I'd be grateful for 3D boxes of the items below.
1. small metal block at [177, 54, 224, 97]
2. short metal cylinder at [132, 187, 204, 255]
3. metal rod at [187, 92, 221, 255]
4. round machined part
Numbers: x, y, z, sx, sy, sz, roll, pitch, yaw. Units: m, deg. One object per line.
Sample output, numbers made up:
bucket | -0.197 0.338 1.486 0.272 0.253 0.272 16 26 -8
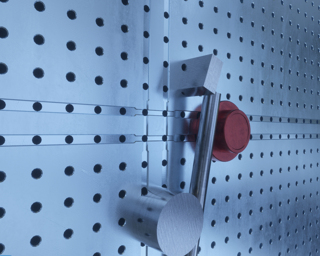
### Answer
small metal block | 0.058 -0.074 0.443 0.025 0.050 0.050 28 73 -37
short metal cylinder | 0.011 0.120 0.405 0.081 0.050 0.079 0 90 -40
metal rod | 0.053 0.097 0.443 0.025 0.025 0.298 10 88 -40
round machined part | 0.106 0.005 0.490 0.099 0.042 0.097 0 91 -40
